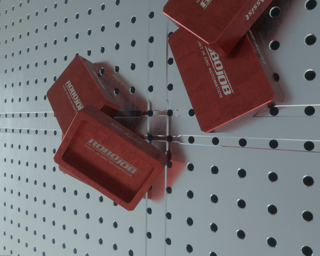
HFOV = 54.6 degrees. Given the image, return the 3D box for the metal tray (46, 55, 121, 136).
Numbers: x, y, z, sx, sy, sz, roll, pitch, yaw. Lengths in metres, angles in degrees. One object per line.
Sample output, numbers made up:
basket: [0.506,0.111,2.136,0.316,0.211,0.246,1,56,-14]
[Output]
metal tray: [-0.124,-0.042,0.484,0.090,0.030,0.130,-46,53,14]

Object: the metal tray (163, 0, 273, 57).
metal tray: [0.073,-0.150,0.320,0.130,0.030,0.090,-51,53,11]

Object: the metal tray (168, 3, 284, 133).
metal tray: [0.069,-0.070,0.350,0.090,0.030,0.130,-30,72,36]

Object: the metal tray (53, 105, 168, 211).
metal tray: [-0.067,0.041,0.418,0.130,0.030,0.090,34,113,0]

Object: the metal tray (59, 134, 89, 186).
metal tray: [-0.111,0.041,0.499,0.130,0.030,0.089,15,99,39]
